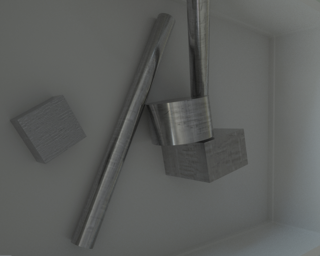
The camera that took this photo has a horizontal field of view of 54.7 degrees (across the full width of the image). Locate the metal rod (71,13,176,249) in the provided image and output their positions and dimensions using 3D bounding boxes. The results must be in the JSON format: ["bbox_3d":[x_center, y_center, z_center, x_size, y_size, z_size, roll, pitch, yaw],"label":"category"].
[{"bbox_3d":[-0.038,-0.009,0.376,0.025,0.025,0.299,30,71,-36],"label":"metal rod"}]

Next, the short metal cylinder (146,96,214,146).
[{"bbox_3d":[0.025,-0.011,0.394,0.081,0.080,0.050,-15,100,-39],"label":"short metal cylinder"}]

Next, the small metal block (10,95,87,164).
[{"bbox_3d":[-0.112,0.001,0.314,0.050,0.025,0.050,-39,114,-33],"label":"small metal block"}]

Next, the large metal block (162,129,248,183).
[{"bbox_3d":[0.060,0.033,0.424,0.081,0.080,0.050,-15,100,-39],"label":"large metal block"}]

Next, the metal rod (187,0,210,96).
[{"bbox_3d":[0.044,-0.119,0.350,0.025,0.025,0.298,-49,149,-29],"label":"metal rod"}]
